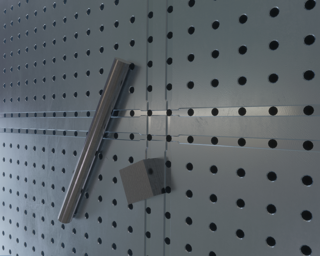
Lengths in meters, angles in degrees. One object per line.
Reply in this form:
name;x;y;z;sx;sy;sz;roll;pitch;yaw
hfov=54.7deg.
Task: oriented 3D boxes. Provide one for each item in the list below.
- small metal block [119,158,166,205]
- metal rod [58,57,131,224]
small metal block;-0.025;0.074;0.430;0.050;0.025;0.050;-27;73;36
metal rod;-0.111;0.031;0.500;0.025;0.025;0.298;37;112;34
